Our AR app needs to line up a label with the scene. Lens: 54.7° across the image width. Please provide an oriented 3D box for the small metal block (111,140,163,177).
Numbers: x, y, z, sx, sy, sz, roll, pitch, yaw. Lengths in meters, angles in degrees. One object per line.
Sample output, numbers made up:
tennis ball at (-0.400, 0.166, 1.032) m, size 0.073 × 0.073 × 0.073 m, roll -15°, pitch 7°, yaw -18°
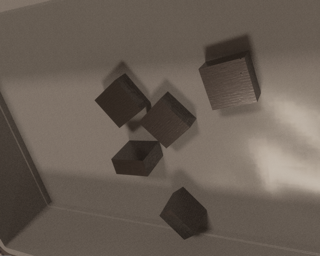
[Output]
small metal block at (-0.031, 0.041, 0.433) m, size 0.050 × 0.050 × 0.025 m, roll 0°, pitch 118°, yaw 28°

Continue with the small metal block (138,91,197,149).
small metal block at (0.009, -0.010, 0.397) m, size 0.050 × 0.025 × 0.050 m, roll 43°, pitch 129°, yaw -3°

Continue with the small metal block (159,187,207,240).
small metal block at (0.034, 0.123, 0.449) m, size 0.050 × 0.050 × 0.025 m, roll 45°, pitch 129°, yaw -4°

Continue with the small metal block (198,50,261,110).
small metal block at (0.076, -0.051, 0.336) m, size 0.050 × 0.025 × 0.050 m, roll -9°, pitch 114°, yaw 32°

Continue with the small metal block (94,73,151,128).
small metal block at (-0.050, -0.036, 0.411) m, size 0.050 × 0.025 × 0.050 m, roll 49°, pitch 128°, yaw -7°
